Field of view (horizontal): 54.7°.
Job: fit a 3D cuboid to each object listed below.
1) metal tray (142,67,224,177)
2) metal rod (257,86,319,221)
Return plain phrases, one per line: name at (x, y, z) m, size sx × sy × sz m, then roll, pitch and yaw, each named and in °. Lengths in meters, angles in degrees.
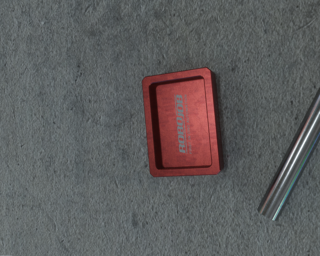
metal tray at (0.029, -0.005, 0.396) m, size 0.090 × 0.030 × 0.129 m, roll -6°, pitch 88°, yaw 19°
metal rod at (0.186, -0.033, 0.343) m, size 0.025 × 0.025 × 0.298 m, roll 26°, pitch 99°, yaw 18°
